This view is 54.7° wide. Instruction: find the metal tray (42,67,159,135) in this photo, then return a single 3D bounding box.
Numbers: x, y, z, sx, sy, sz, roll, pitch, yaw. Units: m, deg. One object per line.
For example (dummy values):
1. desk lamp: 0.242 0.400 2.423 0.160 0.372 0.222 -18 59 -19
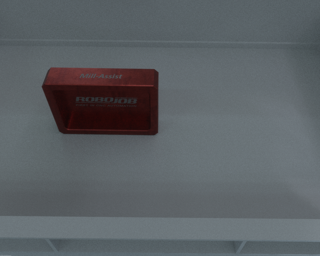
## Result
1. metal tray: -0.067 -0.031 0.387 0.131 0.089 0.030 1 50 0
